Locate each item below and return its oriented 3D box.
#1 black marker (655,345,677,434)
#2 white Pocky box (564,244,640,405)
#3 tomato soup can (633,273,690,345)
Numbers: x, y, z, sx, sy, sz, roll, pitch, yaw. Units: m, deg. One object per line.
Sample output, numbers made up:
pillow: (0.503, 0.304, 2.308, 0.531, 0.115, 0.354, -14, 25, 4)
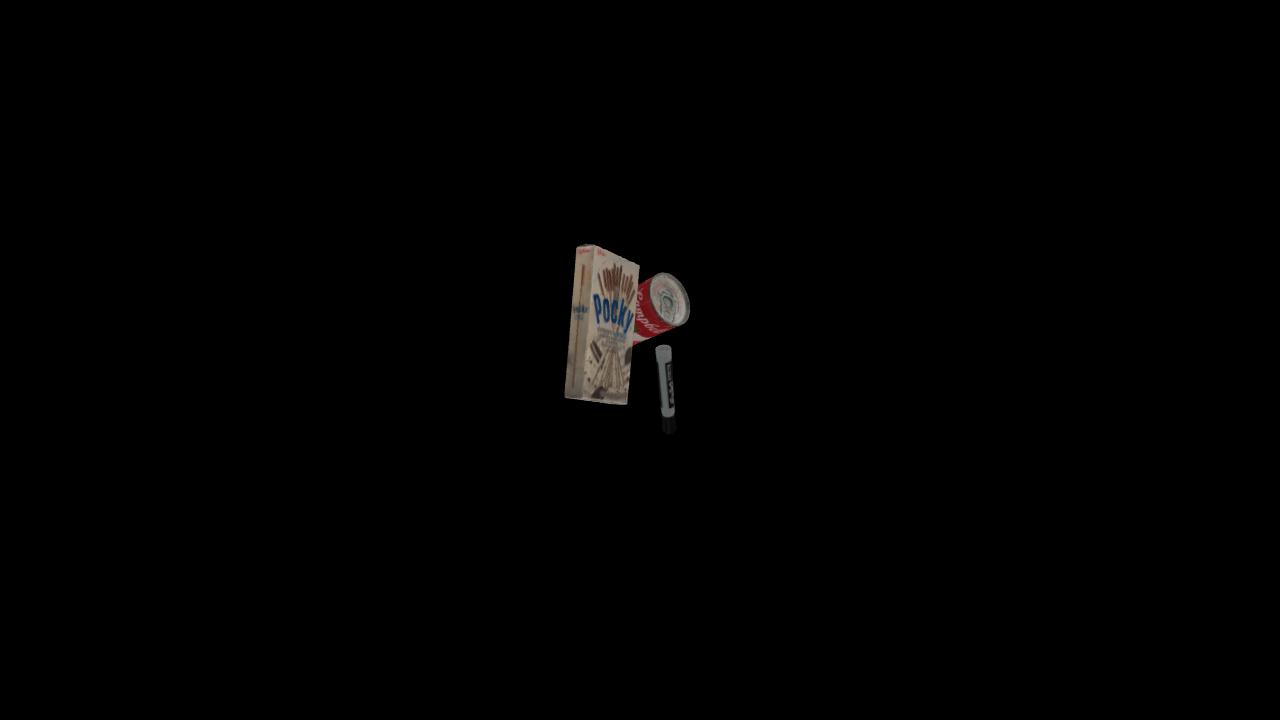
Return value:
black marker: (0.032, 0.038, 0.739, 0.020, 0.121, 0.020, -4, 30, 2)
white Pocky box: (-0.038, -0.033, 0.634, 0.028, 0.154, 0.084, 1, -7, 33)
tomato soup can: (0.002, -0.059, 0.759, 0.068, 0.068, 0.101, 0, -15, -44)
